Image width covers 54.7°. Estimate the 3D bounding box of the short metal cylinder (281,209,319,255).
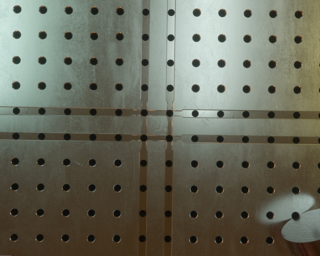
[{"bbox_3d":[0.202,0.143,0.387,0.080,0.080,0.050,-26,90,0],"label":"short metal cylinder"}]
